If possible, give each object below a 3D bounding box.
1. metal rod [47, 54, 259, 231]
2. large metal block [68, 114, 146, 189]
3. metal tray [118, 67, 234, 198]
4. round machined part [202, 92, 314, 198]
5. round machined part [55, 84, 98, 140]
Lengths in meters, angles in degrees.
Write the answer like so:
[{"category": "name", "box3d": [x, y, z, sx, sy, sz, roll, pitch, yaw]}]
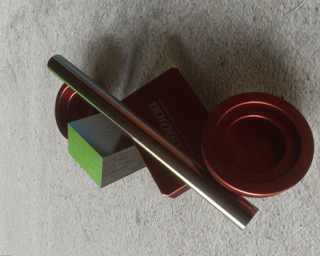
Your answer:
[{"category": "metal rod", "box3d": [-0.026, 0.000, 0.343, 0.300, 0.025, 0.025, 38, 113, 23]}, {"category": "large metal block", "box3d": [-0.066, 0.022, 0.413, 0.080, 0.081, 0.050, 38, 133, 33]}, {"category": "metal tray", "box3d": [0.015, 0.004, 0.362, 0.090, 0.030, 0.130, -33, 67, 4]}, {"category": "round machined part", "box3d": [0.090, 0.018, 0.298, 0.099, 0.042, 0.098, -2, 70, 5]}, {"category": "round machined part", "box3d": [-0.121, -0.029, 0.491, 0.098, 0.042, 0.097, 0, 90, 39]}]
